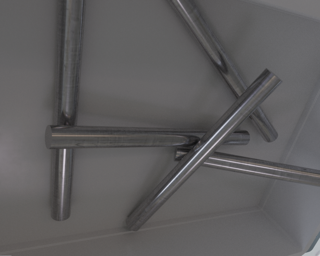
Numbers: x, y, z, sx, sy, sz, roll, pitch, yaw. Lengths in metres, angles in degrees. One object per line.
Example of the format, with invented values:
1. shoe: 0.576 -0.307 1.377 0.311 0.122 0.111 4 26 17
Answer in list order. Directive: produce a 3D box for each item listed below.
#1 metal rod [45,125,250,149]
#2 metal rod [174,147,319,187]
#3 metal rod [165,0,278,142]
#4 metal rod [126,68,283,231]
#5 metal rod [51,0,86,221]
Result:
1. metal rod: 0.010 0.012 0.403 0.302 0.025 0.025 1 118 -35
2. metal rod: 0.170 0.063 0.457 0.302 0.025 0.025 10 116 -4
3. metal rod: 0.099 -0.066 0.421 0.025 0.025 0.300 -45 129 3
4. metal rod: 0.046 0.043 0.419 0.025 0.025 0.299 21 119 -36
5. metal rod: -0.103 -0.017 0.341 0.025 0.025 0.298 -3 120 -27
